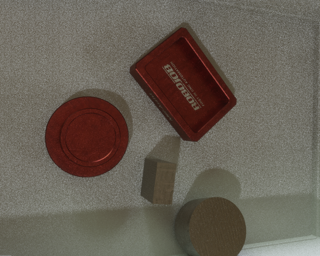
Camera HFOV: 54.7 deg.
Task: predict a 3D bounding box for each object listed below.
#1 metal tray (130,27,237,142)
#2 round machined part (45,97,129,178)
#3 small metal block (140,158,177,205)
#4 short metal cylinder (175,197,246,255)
[{"bbox_3d":[0.034,-0.057,0.421,0.090,0.030,0.130,-42,104,-15],"label":"metal tray"},{"bbox_3d":[-0.085,0.011,0.371,0.099,0.042,0.097,0,90,-21],"label":"round machined part"},{"bbox_3d":[-0.003,0.067,0.397,0.025,0.050,0.050,7,88,-20],"label":"small metal block"},{"bbox_3d":[0.066,0.134,0.413,0.081,0.050,0.080,5,73,-18],"label":"short metal cylinder"}]
